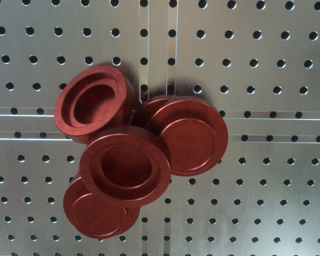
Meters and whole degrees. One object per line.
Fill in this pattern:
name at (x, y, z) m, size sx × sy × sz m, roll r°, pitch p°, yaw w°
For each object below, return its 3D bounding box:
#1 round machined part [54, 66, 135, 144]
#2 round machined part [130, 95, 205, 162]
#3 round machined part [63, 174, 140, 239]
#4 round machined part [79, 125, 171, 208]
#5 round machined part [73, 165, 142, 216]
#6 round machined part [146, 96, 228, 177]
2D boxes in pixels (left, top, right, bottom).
round machined part at (-0.074, -0.024, 0.375) m, size 0.098 × 0.098 × 0.042 m, roll -26°, pitch 143°, yaw 9°
round machined part at (0.010, 0.011, 0.386) m, size 0.099 × 0.042 × 0.097 m, roll 0°, pitch 110°, yaw 0°
round machined part at (-0.074, 0.101, 0.396) m, size 0.099 × 0.042 × 0.097 m, roll 0°, pitch 110°, yaw 0°
round machined part at (-0.036, 0.039, 0.350) m, size 0.098 × 0.042 × 0.097 m, roll 1°, pitch 118°, yaw 2°
round machined part at (-0.067, 0.085, 0.413) m, size 0.099 × 0.042 × 0.097 m, roll 0°, pitch 110°, yaw 0°
round machined part at (0.031, 0.015, 0.364) m, size 0.099 × 0.042 × 0.097 m, roll 0°, pitch 110°, yaw 0°
